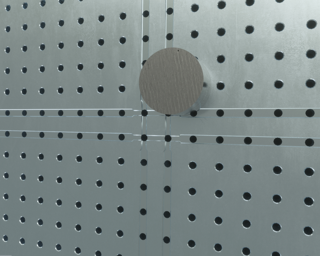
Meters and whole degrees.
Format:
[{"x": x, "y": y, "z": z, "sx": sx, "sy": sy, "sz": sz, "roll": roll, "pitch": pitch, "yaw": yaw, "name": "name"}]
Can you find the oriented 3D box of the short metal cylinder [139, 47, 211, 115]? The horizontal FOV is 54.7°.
[{"x": 0.020, "y": -0.056, "z": 0.391, "sx": 0.080, "sy": 0.050, "sz": 0.079, "roll": 0, "pitch": 90, "yaw": 19, "name": "short metal cylinder"}]
